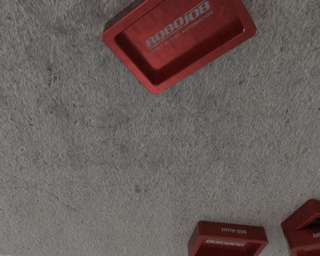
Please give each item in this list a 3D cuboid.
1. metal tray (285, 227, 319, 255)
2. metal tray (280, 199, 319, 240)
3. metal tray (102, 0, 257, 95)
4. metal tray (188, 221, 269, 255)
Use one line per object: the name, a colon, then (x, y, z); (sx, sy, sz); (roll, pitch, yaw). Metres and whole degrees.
metal tray: (0.295, 0.208, 0.543); (0.130, 0.030, 0.090); (-15, 129, 12)
metal tray: (0.300, 0.178, 0.558); (0.131, 0.030, 0.089); (17, 128, -14)
metal tray: (0.019, -0.101, 0.317); (0.130, 0.030, 0.090); (-29, 125, 22)
metal tray: (0.127, 0.221, 0.593); (0.131, 0.030, 0.089); (8, 130, -7)
